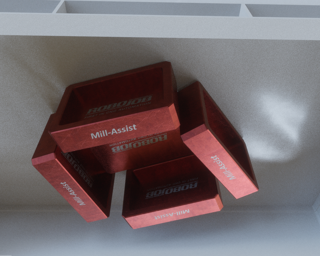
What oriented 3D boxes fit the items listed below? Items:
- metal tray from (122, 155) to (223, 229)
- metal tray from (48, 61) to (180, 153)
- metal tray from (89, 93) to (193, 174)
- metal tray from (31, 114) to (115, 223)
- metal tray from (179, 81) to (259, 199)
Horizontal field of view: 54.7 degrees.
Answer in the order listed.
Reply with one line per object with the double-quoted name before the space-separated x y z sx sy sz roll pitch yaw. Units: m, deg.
"metal tray" 0.015 0.083 0.435 0.130 0.090 0.030 -16 128 12
"metal tray" -0.047 -0.025 0.341 0.131 0.090 0.030 -12 129 9
"metal tray" -0.028 0.008 0.409 0.130 0.030 0.090 -15 129 12
"metal tray" -0.104 0.050 0.405 0.030 0.090 0.130 -17 129 13
"metal tray" 0.071 0.016 0.379 0.030 0.090 0.130 -29 125 23
